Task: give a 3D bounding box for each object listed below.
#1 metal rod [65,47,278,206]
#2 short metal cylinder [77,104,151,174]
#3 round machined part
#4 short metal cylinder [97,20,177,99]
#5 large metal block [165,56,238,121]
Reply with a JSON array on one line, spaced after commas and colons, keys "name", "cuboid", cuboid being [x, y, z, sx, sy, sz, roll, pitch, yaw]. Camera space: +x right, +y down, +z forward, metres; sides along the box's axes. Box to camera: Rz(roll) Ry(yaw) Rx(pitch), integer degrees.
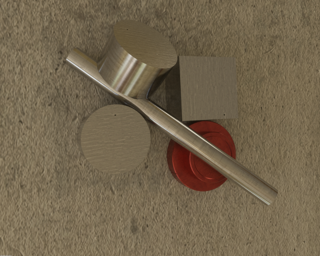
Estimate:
[{"name": "metal rod", "cuboid": [0.017, 0.000, 0.381, 0.301, 0.025, 0.025, 35, 78, -3]}, {"name": "short metal cylinder", "cuboid": [-0.058, 0.013, 0.377, 0.081, 0.050, 0.080, 0, 90, -20]}, {"name": "round machined part", "cuboid": [0.063, 0.038, 0.424, 0.099, 0.042, 0.097, 0, 90, -20]}, {"name": "short metal cylinder", "cuboid": [-0.027, -0.081, 0.367, 0.080, 0.050, 0.080, 21, 43, -21]}, {"name": "large metal block", "cuboid": [0.055, -0.051, 0.415, 0.081, 0.050, 0.079, -3, 91, -20]}]
